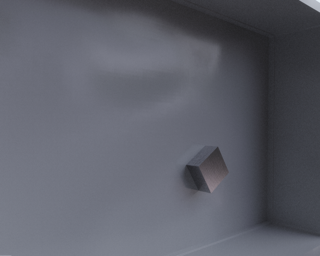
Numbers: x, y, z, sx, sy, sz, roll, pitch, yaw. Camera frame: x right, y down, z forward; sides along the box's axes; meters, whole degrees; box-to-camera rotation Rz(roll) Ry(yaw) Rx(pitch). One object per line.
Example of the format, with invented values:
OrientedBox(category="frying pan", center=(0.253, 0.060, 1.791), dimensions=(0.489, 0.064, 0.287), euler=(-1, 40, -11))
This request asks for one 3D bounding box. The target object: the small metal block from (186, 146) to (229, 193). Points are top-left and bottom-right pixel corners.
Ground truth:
OrientedBox(category="small metal block", center=(0.073, 0.062, 0.471), dimensions=(0.050, 0.025, 0.050), euler=(-40, 115, -33))
